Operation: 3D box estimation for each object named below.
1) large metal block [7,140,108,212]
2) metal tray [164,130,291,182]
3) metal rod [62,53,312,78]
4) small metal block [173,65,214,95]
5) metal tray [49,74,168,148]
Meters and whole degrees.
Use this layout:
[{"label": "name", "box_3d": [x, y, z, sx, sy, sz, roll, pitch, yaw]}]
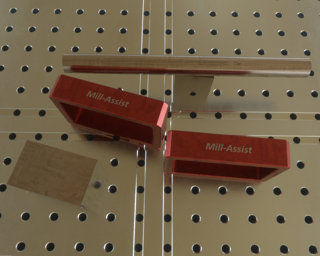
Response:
[{"label": "large metal block", "box_3d": [-0.112, 0.059, 0.360, 0.080, 0.080, 0.050, 15, 71, 5]}, {"label": "metal tray", "box_3d": [0.072, 0.036, 0.364, 0.131, 0.090, 0.030, 5, 70, 1]}, {"label": "metal rod", "box_3d": [0.033, -0.078, 0.387, 0.302, 0.025, 0.025, 1, 70, 0]}, {"label": "small metal block", "box_3d": [0.045, -0.069, 0.424, 0.050, 0.050, 0.025, 5, 70, 1]}, {"label": "metal tray", "box_3d": [-0.058, -0.017, 0.382, 0.131, 0.090, 0.030, 15, 71, 5]}]
